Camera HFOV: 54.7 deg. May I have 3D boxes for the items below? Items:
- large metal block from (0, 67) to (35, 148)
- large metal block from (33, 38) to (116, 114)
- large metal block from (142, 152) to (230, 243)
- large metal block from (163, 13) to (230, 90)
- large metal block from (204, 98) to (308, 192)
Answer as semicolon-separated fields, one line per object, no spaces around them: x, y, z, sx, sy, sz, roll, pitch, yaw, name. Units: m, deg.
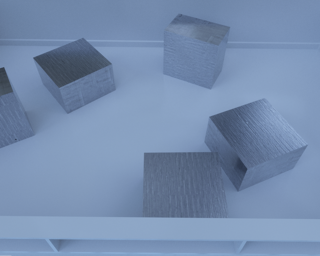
-0.213;-0.017;0.381;0.081;0.080;0.050;-23;54;-18;large metal block
-0.123;-0.078;0.453;0.081;0.050;0.080;-31;57;-24;large metal block
0.023;0.073;0.328;0.081;0.050;0.080;0;50;-1;large metal block
0.053;-0.115;0.466;0.080;0.080;0.050;21;53;16;large metal block
0.112;0.018;0.375;0.081;0.050;0.080;-19;53;-15;large metal block
